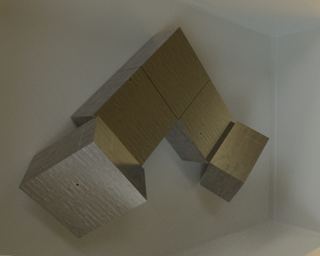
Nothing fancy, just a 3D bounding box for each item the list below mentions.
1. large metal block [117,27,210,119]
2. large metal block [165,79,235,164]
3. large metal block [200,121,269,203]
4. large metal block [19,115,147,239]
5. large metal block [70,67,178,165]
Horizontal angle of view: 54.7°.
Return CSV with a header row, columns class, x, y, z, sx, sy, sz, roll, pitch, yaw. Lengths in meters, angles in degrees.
class,x,y,z,sx,sy,sz,roll,pitch,yaw
large metal block,0.007,-0.067,0.393,0.080,0.050,0.080,-51,120,-27
large metal block,0.050,-0.009,0.429,0.080,0.050,0.080,-51,120,-27
large metal block,0.106,0.050,0.449,0.080,0.050,0.080,-51,164,-27
large metal block,-0.070,0.048,0.301,0.080,0.050,0.080,-31,117,10
large metal block,-0.038,-0.011,0.356,0.080,0.050,0.080,-51,120,-27
